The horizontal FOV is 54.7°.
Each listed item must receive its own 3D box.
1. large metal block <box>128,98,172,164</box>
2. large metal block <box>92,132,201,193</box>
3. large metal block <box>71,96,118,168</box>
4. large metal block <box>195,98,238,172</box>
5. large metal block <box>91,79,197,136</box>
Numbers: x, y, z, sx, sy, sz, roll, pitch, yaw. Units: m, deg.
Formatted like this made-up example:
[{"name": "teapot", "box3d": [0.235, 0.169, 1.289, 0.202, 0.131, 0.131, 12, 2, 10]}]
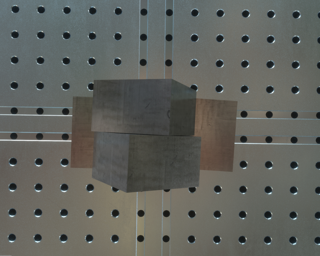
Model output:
[{"name": "large metal block", "box3d": [-0.006, 0.005, 0.399, 0.081, 0.050, 0.079, 3, 90, -1]}, {"name": "large metal block", "box3d": [-0.016, 0.031, 0.319, 0.081, 0.080, 0.050, 3, 90, -34]}, {"name": "large metal block", "box3d": [-0.073, 0.005, 0.385, 0.050, 0.080, 0.079, 2, 90, 0]}, {"name": "large metal block", "box3d": [0.059, 0.008, 0.386, 0.050, 0.080, 0.079, 4, 90, 0]}, {"name": "large metal block", "box3d": [-0.013, -0.019, 0.322, 0.080, 0.080, 0.050, 3, 90, 22]}]
